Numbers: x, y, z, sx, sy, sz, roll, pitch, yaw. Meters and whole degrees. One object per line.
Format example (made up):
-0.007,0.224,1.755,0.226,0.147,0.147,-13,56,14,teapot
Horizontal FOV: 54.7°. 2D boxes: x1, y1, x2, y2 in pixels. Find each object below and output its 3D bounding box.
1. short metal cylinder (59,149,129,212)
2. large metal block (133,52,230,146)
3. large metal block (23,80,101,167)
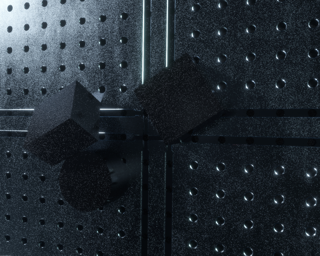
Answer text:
-0.091,0.070,0.431,0.080,0.050,0.080,0,90,20,short metal cylinder
0.028,-0.034,0.389,0.080,0.050,0.080,-34,79,17,large metal block
-0.131,-0.007,0.424,0.080,0.050,0.080,-29,40,17,large metal block
